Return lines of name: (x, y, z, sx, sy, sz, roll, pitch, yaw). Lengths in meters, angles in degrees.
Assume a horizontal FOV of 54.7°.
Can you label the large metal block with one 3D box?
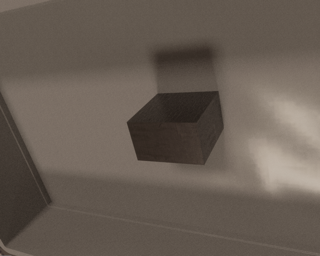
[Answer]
large metal block: (0.021, -0.003, 0.359, 0.080, 0.080, 0.050, 1, 119, 27)
